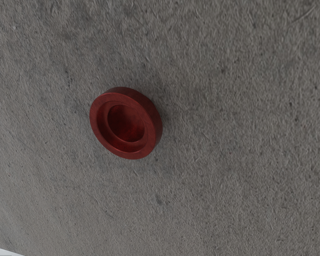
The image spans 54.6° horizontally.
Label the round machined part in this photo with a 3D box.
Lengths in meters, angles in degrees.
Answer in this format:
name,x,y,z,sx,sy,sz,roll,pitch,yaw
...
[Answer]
name,x,y,z,sx,sy,sz,roll,pitch,yaw
round machined part,-0.041,-0.010,0.412,0.098,0.042,0.097,13,124,21
